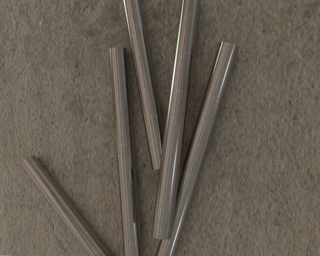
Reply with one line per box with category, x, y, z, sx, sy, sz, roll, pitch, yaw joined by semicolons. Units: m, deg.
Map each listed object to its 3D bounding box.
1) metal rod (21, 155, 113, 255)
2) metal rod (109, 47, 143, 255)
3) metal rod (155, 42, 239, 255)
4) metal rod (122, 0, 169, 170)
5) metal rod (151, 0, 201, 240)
metal rod;-0.104;0.158;0.444;0.025;0.025;0.300;-46;76;14
metal rod;-0.047;0.040;0.424;0.025;0.025;0.298;-5;88;19
metal rod;0.044;0.041;0.393;0.025;0.025;0.298;18;96;19
metal rod;-0.024;-0.094;0.416;0.025;0.025;0.298;-11;86;19
metal rod;0.021;-0.015;0.387;0.025;0.025;0.298;6;87;19
